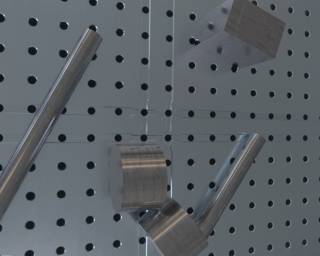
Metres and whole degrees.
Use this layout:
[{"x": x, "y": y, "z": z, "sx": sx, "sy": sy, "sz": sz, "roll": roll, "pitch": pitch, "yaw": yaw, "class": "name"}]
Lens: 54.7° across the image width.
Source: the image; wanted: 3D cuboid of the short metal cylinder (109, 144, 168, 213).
[{"x": -0.029, "y": 0.059, "z": 0.373, "sx": 0.050, "sy": 0.080, "sz": 0.079, "roll": 0, "pitch": 90, "yaw": -20, "class": "short metal cylinder"}]

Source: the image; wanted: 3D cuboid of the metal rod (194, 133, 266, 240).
[{"x": 0.065, "y": 0.135, "z": 0.436, "sx": 0.025, "sy": 0.025, "sz": 0.300, "roll": 38, "pitch": 78, "yaw": -16, "class": "metal rod"}]

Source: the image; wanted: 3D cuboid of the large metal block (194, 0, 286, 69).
[{"x": 0.106, "y": -0.126, "z": 0.422, "sx": 0.080, "sy": 0.080, "sz": 0.050, "roll": 21, "pitch": 83, "yaw": -19, "class": "large metal block"}]

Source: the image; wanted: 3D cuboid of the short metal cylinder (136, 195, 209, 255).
[{"x": 0.015, "y": 0.133, "z": 0.389, "sx": 0.050, "sy": 0.080, "sz": 0.080, "roll": -37, "pitch": 102, "yaw": -16, "class": "short metal cylinder"}]

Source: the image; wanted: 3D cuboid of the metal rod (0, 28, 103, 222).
[{"x": -0.148, "y": 0.017, "z": 0.358, "sx": 0.025, "sy": 0.025, "sz": 0.299, "roll": 30, "pitch": 80, "yaw": -18, "class": "metal rod"}]
